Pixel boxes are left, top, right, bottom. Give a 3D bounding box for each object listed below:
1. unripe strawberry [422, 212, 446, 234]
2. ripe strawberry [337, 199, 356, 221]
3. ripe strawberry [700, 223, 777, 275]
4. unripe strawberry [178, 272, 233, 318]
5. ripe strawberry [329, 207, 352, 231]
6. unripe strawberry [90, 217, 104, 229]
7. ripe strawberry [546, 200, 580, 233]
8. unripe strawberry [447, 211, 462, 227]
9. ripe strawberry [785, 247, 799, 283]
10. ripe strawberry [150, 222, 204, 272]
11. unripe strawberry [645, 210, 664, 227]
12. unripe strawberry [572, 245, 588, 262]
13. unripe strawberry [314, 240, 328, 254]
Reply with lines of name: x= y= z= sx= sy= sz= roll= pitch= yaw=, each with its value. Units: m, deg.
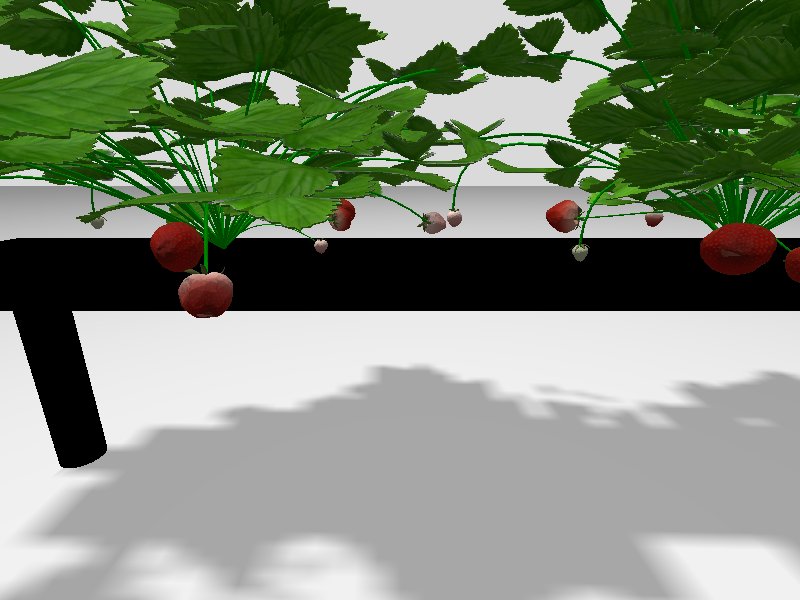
unripe strawberry: x=0.038 y=-0.082 z=0.429 sx=0.024 sy=0.023 sz=0.026 roll=4 pitch=14 yaw=-26
ripe strawberry: x=-0.074 y=-0.115 z=0.521 sx=0.036 sy=0.031 sz=0.036 roll=8 pitch=18 yaw=23
ripe strawberry: x=0.209 y=-0.031 z=0.250 sx=0.037 sy=0.033 sz=0.034 roll=14 pitch=23 yaw=38
unripe strawberry: x=-0.086 y=-0.001 z=0.178 sx=0.023 sy=0.021 sz=0.020 roll=-7 pitch=-36 yaw=-20
ripe strawberry: x=-0.068 y=-0.095 z=0.469 sx=0.026 sy=0.027 sz=0.028 roll=12 pitch=20 yaw=33
unripe strawberry: x=-0.331 y=-0.085 z=0.437 sx=0.015 sy=0.014 sz=0.013 roll=9 pitch=20 yaw=26
ripe strawberry: x=0.185 y=-0.096 z=0.458 sx=0.035 sy=0.037 sz=0.037 roll=-16 pitch=23 yaw=-41
unripe strawberry: x=0.068 y=-0.102 z=0.505 sx=0.019 sy=0.020 sz=0.018 roll=12 pitch=21 yaw=34
ripe strawberry: x=0.239 y=-0.020 z=0.229 sx=0.027 sy=0.023 sz=0.027 roll=8 pitch=20 yaw=23
ripe strawberry: x=-0.149 y=-0.034 z=0.265 sx=0.032 sy=0.034 sz=0.035 roll=-1 pitch=18 yaw=-4
unripe strawberry: x=0.322 y=-0.104 z=0.509 sx=0.021 sy=0.021 sz=0.018 roll=3 pitch=21 yaw=9
unripe strawberry: x=0.131 y=-0.034 z=0.292 sx=0.011 sy=0.012 sz=0.011 roll=-6 pitch=19 yaw=-19
unripe strawberry: x=-0.067 y=-0.045 z=0.340 sx=0.011 sy=0.011 sz=0.011 roll=2 pitch=18 yaw=7
